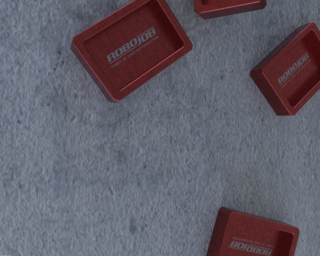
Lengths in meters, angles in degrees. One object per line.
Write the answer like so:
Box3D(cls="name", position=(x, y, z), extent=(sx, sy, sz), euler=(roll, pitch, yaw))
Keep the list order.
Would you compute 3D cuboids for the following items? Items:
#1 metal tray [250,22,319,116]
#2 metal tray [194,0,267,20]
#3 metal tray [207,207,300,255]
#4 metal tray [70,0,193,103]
Box3D(cls="metal tray", position=(0.214, -0.092, 0.487), extent=(0.130, 0.030, 0.090), euler=(-42, 104, -15))
Box3D(cls="metal tray", position=(0.091, -0.220, 0.411), extent=(0.030, 0.090, 0.129), euler=(-4, 92, -65))
Box3D(cls="metal tray", position=(0.139, 0.177, 0.459), extent=(0.131, 0.030, 0.090), euler=(19, 84, -20))
Box3D(cls="metal tray", position=(-0.033, -0.104, 0.394), extent=(0.131, 0.030, 0.090), euler=(-38, 103, -16))
